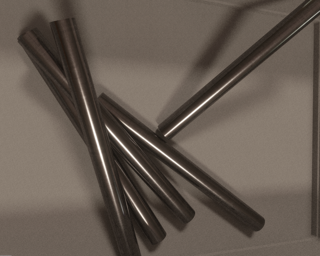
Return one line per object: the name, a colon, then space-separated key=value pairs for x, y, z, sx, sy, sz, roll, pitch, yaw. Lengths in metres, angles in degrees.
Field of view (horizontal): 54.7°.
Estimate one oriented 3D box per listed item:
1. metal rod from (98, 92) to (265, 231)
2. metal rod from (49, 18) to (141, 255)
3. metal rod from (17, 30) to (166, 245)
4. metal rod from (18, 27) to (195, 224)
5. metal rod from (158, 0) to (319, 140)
metal rod: x=0.035 y=0.055 z=0.424 sx=0.301 sy=0.025 sz=0.025 roll=38 pitch=78 yaw=-16
metal rod: x=-0.066 y=0.032 z=0.351 sx=0.025 sy=0.025 sz=0.298 roll=-19 pitch=110 yaw=-19
metal rod: x=-0.077 y=0.020 z=0.382 sx=0.025 sy=0.025 sz=0.299 roll=-34 pitch=101 yaw=-17
metal rod: x=-0.050 y=0.012 z=0.375 sx=0.025 sy=0.025 sz=0.300 roll=-44 pitch=111 yaw=-15
metal rod: x=0.118 y=-0.089 z=0.390 sx=0.300 sy=0.025 sz=0.025 roll=-40 pitch=105 yaw=10
